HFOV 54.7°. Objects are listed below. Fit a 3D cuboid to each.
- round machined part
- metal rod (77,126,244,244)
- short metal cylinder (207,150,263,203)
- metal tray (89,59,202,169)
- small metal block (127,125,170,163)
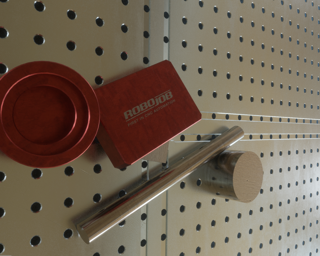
[{"bbox_3d":[-0.112,-0.013,0.299,0.099,0.042,0.097,-1,92,-31],"label":"round machined part"},{"bbox_3d":[0.023,0.062,0.430,0.302,0.025,0.025,-27,107,-37],"label":"metal rod"},{"bbox_3d":[0.121,0.076,0.498,0.081,0.050,0.079,0,90,-40],"label":"short metal cylinder"},{"bbox_3d":[-0.019,-0.021,0.375,0.131,0.030,0.090,-31,91,-36],"label":"metal tray"},{"bbox_3d":[-0.015,0.016,0.398,0.050,0.025,0.050,15,80,-39],"label":"small metal block"}]
